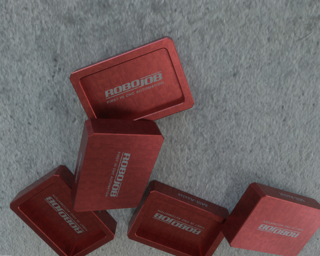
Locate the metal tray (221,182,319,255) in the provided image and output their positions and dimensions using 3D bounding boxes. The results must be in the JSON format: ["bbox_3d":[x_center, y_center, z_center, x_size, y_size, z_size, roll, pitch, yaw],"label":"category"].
[{"bbox_3d":[0.164,0.134,0.441,0.131,0.030,0.089,18,110,-24],"label":"metal tray"}]

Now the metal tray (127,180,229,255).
[{"bbox_3d":[0.028,0.142,0.459,0.131,0.030,0.089,23,108,-9],"label":"metal tray"}]

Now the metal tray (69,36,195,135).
[{"bbox_3d":[-0.033,-0.050,0.388,0.131,0.030,0.090,-19,109,6],"label":"metal tray"}]

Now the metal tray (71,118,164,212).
[{"bbox_3d":[-0.057,0.050,0.393,0.091,0.030,0.129,3,126,-25],"label":"metal tray"}]

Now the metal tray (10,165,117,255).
[{"bbox_3d":[-0.137,0.128,0.452,0.090,0.030,0.130,-33,107,11],"label":"metal tray"}]
